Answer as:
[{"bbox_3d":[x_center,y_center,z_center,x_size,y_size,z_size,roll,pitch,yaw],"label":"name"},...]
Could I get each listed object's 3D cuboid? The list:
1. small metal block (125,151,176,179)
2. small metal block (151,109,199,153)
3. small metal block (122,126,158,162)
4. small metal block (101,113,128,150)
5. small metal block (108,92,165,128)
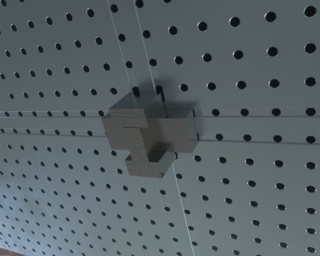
[{"bbox_3d":[-0.012,0.042,0.426,0.050,0.050,0.025,1,119,27],"label":"small metal block"},{"bbox_3d":[0.019,0.004,0.402,0.050,0.025,0.050,1,119,27],"label":"small metal block"},{"bbox_3d":[-0.020,0.009,0.409,0.025,0.050,0.050,1,119,27],"label":"small metal block"},{"bbox_3d":[-0.048,0.003,0.437,0.050,0.025,0.050,1,119,27],"label":"small metal block"},{"bbox_3d":[-0.028,-0.024,0.393,0.050,0.050,0.025,1,119,27],"label":"small metal block"}]
